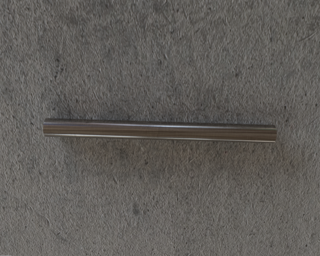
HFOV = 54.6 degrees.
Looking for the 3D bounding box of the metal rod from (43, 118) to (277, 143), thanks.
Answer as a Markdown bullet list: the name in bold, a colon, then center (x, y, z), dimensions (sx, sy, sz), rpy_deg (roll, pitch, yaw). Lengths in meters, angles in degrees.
- **metal rod**: center (0.001, 0.004, 0.412), dimensions (0.302, 0.025, 0.025), rpy_deg (2, 110, -1)
